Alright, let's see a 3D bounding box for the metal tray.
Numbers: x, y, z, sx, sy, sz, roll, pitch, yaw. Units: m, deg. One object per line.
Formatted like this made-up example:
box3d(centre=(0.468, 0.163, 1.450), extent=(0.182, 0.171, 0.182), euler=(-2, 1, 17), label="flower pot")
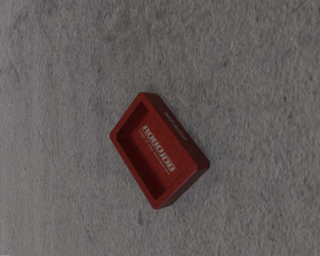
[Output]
box3d(centre=(-0.006, 0.028, 0.407), extent=(0.090, 0.030, 0.130), euler=(-51, 60, 28), label="metal tray")
